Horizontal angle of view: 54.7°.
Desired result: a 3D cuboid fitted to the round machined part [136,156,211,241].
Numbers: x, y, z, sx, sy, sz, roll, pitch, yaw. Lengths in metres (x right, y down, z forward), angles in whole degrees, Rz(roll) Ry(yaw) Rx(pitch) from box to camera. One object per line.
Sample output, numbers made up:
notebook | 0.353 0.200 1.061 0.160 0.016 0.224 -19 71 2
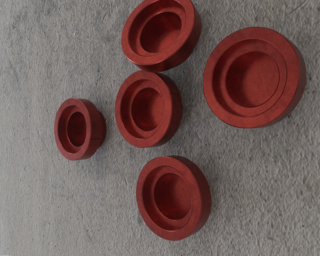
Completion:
round machined part | 0.020 0.082 0.377 0.098 0.042 0.097 0 90 40

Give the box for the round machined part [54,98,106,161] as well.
round machined part | -0.124 0.002 0.497 0.098 0.042 0.097 0 90 40

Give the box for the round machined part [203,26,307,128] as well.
round machined part | 0.097 -0.048 0.314 0.098 0.042 0.097 0 90 40

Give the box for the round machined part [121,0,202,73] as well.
round machined part | 0.005 -0.111 0.377 0.098 0.042 0.098 -10 68 26

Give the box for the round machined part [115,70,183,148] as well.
round machined part | -0.010 -0.024 0.402 0.098 0.042 0.097 0 90 40
